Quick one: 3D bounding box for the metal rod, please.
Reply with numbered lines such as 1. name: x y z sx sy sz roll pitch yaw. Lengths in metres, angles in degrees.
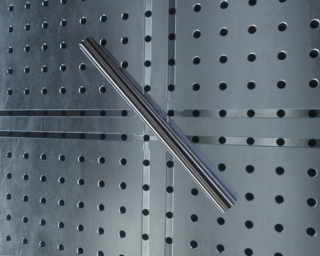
1. metal rod: -0.010 -0.012 0.417 0.025 0.025 0.300 -44 76 15
